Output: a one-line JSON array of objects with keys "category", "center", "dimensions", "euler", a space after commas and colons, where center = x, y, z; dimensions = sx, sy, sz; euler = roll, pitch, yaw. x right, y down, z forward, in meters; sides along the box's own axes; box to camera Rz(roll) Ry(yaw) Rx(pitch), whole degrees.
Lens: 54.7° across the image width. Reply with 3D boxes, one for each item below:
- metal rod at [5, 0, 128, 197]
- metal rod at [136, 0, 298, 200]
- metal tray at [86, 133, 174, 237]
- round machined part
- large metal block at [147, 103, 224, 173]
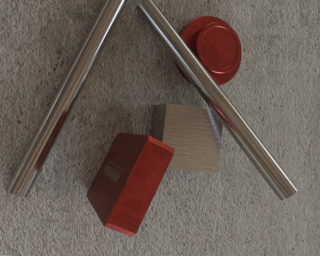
[{"category": "metal rod", "center": [-0.100, -0.061, 0.372], "dimensions": [0.025, 0.025, 0.299], "euler": [28, 81, -18]}, {"category": "metal rod", "center": [0.067, -0.041, 0.388], "dimensions": [0.025, 0.025, 0.299], "euler": [-34, 84, -17]}, {"category": "metal tray", "center": [-0.039, 0.052, 0.340], "dimensions": [0.030, 0.130, 0.090], "euler": [29, 81, -18]}, {"category": "round machined part", "center": [0.072, -0.106, 0.428], "dimensions": [0.099, 0.042, 0.097], "euler": [0, 90, -21]}, {"category": "large metal block", "center": [0.033, 0.014, 0.409], "dimensions": [0.081, 0.050, 0.080], "euler": [7, 88, -20]}]
